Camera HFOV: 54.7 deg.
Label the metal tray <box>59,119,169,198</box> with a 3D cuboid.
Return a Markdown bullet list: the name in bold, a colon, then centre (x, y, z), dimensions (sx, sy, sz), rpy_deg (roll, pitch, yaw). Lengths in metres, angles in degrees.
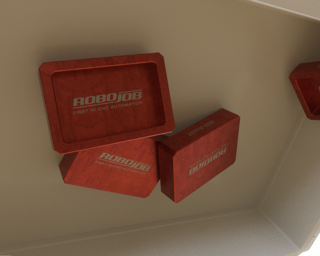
- **metal tray**: centre (-0.050, 0.039, 0.403), dimensions (0.131, 0.030, 0.090), rpy_deg (21, 107, -36)

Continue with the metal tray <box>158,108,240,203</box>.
- **metal tray**: centre (0.058, 0.037, 0.440), dimensions (0.131, 0.030, 0.089), rpy_deg (-27, 130, -32)

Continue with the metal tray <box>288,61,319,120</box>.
- **metal tray**: centre (0.261, -0.052, 0.438), dimensions (0.030, 0.130, 0.090), rpy_deg (-43, 114, -21)

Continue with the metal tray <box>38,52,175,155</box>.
- **metal tray**: centre (-0.054, -0.029, 0.333), dimensions (0.131, 0.030, 0.089), rpy_deg (-11, 94, -23)
